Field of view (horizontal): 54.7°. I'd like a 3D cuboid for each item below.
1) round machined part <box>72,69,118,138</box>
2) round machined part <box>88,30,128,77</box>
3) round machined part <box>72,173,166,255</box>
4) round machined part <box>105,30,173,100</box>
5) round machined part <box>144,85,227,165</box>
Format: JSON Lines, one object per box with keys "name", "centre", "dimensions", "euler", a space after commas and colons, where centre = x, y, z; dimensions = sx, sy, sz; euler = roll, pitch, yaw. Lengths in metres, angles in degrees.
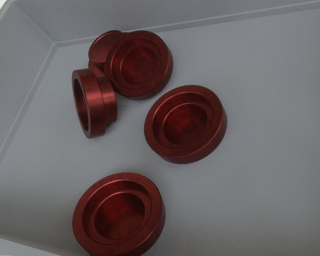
{"name": "round machined part", "centre": [-0.092, -0.037, 0.442], "dimensions": [0.042, 0.097, 0.098], "euler": [-14, 47, -23]}
{"name": "round machined part", "centre": [-0.078, -0.122, 0.511], "dimensions": [0.098, 0.042, 0.098], "euler": [-13, 56, 21]}
{"name": "round machined part", "centre": [-0.042, 0.101, 0.343], "dimensions": [0.098, 0.042, 0.098], "euler": [-8, 45, 8]}
{"name": "round machined part", "centre": [-0.027, -0.087, 0.450], "dimensions": [0.098, 0.042, 0.098], "euler": [-4, 79, 20]}
{"name": "round machined part", "centre": [0.034, -0.001, 0.378], "dimensions": [0.098, 0.042, 0.098], "euler": [-13, 56, 21]}
